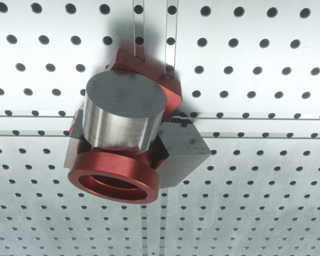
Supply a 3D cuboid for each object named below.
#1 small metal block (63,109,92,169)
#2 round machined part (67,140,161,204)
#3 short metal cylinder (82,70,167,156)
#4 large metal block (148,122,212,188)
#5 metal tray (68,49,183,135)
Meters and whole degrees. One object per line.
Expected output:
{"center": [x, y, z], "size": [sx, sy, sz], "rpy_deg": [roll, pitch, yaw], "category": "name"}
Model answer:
{"center": [-0.092, 0.015, 0.365], "size": [0.025, 0.050, 0.050], "rpy_deg": [15, 128, -13], "category": "small metal block"}
{"center": [-0.047, 0.048, 0.342], "size": [0.099, 0.042, 0.098], "rpy_deg": [9, 151, 6], "category": "round machined part"}
{"center": [-0.038, -0.017, 0.321], "size": [0.081, 0.080, 0.050], "rpy_deg": [10, 129, -9], "category": "short metal cylinder"}
{"center": [0.006, 0.038, 0.404], "size": [0.081, 0.050, 0.080], "rpy_deg": [3, 139, -45], "category": "large metal block"}
{"center": [-0.045, -0.023, 0.389], "size": [0.090, 0.030, 0.129], "rpy_deg": [28, 125, -22], "category": "metal tray"}
